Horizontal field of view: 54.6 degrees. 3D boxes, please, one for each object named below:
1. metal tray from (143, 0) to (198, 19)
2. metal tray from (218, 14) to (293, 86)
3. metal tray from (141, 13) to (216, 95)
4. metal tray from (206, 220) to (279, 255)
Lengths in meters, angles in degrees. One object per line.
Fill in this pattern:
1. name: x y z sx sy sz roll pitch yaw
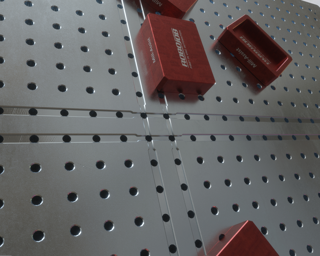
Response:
1. metal tray: 0.003 -0.255 0.561 0.130 0.030 0.090 36 51 -4
2. metal tray: 0.184 -0.151 0.595 0.130 0.030 0.090 46 51 3
3. metal tray: 0.027 -0.117 0.490 0.091 0.030 0.130 1 61 -28
4. metal tray: 0.112 0.185 0.352 0.091 0.030 0.130 -30 79 -38
